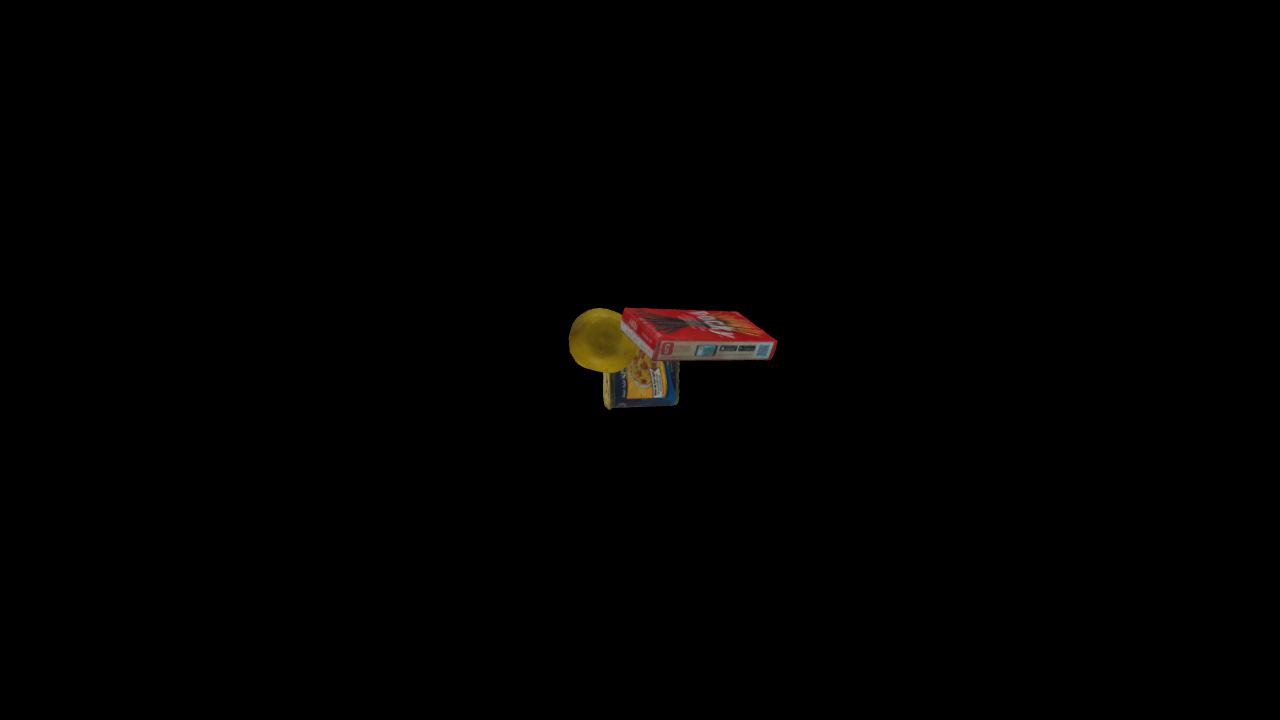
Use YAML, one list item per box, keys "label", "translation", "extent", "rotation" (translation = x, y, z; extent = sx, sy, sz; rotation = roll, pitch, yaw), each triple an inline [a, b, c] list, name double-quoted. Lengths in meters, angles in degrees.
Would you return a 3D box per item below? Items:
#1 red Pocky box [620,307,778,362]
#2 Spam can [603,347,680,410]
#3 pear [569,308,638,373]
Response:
- label: "red Pocky box"
  translation: [0.063, -0.028, 0.663]
  extent: [0.155, 0.028, 0.083]
  rotation: [-1, 26, -29]
- label: "Spam can"
  translation: [0.000, 0.006, 0.734]
  extent: [0.085, 0.101, 0.058]
  rotation: [-2, 6, -11]
- label: "pear"
  translation: [-0.047, -0.018, 0.726]
  extent: [0.080, 0.080, 0.111]
  rotation: [0, -10, -15]
